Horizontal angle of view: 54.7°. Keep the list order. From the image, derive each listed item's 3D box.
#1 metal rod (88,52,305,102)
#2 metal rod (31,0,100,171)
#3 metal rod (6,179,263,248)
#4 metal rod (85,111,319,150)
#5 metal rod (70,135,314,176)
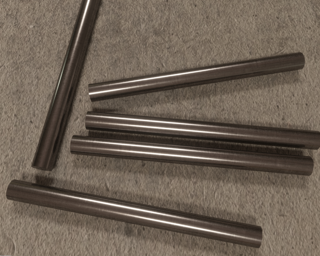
[{"bbox_3d":[0.053,-0.072,0.435,0.302,0.025,0.025,-9,71,-4],"label":"metal rod"},{"bbox_3d":[-0.125,-0.088,0.438,0.025,0.025,0.299,9,70,3],"label":"metal rod"},{"bbox_3d":[-0.032,0.101,0.370,0.302,0.025,0.025,10,70,3],"label":"metal rod"},{"bbox_3d":[0.055,0.003,0.407,0.302,0.025,0.025,5,70,1],"label":"metal rod"},{"bbox_3d":[0.039,0.035,0.395,0.302,0.025,0.025,5,70,1],"label":"metal rod"}]
